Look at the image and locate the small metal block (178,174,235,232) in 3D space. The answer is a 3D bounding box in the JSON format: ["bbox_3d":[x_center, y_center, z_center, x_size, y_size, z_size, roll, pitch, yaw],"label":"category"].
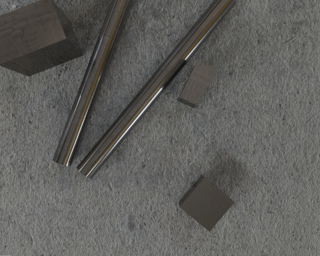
[{"bbox_3d":[0.061,0.099,0.411,0.050,0.025,0.050,40,90,-1],"label":"small metal block"}]

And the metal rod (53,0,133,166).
[{"bbox_3d":[-0.077,-0.094,0.408,0.025,0.025,0.299,20,90,-1],"label":"metal rod"}]

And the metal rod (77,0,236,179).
[{"bbox_3d":[-0.004,-0.057,0.409,0.025,0.025,0.300,39,90,-1],"label":"metal rod"}]

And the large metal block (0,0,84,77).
[{"bbox_3d":[-0.150,-0.107,0.380,0.080,0.080,0.050,-22,90,0],"label":"large metal block"}]

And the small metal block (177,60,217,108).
[{"bbox_3d":[0.046,-0.054,0.398,0.025,0.050,0.050,26,90,0],"label":"small metal block"}]
